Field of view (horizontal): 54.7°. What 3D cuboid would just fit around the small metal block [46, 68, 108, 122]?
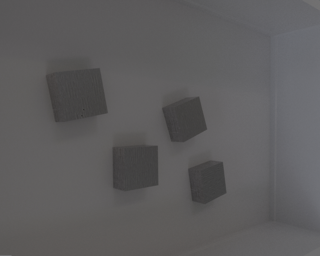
[{"bbox_3d":[-0.088,-0.036,0.332,0.050,0.025,0.050,-15,100,-39],"label":"small metal block"}]

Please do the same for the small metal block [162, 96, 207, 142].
[{"bbox_3d":[0.036,-0.013,0.436,0.050,0.025,0.050,-26,106,-37],"label":"small metal block"}]

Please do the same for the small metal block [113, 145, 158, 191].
[{"bbox_3d":[-0.030,0.047,0.382,0.050,0.025,0.050,-2,91,-40],"label":"small metal block"}]

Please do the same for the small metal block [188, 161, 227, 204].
[{"bbox_3d":[0.072,0.080,0.467,0.050,0.025,0.050,-14,99,-39],"label":"small metal block"}]
